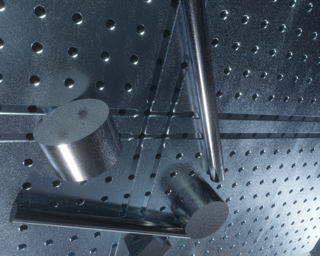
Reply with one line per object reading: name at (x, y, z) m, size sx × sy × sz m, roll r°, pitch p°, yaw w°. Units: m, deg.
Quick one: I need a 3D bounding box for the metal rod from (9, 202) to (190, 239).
metal rod at (-0.063, 0.144, 0.465) m, size 0.302 × 0.025 × 0.025 m, roll 20°, pitch 108°, yaw -36°

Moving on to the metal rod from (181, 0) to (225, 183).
metal rod at (0.065, -0.035, 0.424) m, size 0.025 × 0.025 × 0.298 m, roll -25°, pitch 128°, yaw -13°

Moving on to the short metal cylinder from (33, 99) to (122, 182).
short metal cylinder at (-0.087, 0.011, 0.335) m, size 0.081 × 0.080 × 0.050 m, roll -25°, pitch 128°, yaw -13°

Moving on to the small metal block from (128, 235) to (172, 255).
small metal block at (-0.017, 0.204, 0.528) m, size 0.050 × 0.025 × 0.050 m, roll -48°, pitch 129°, yaw 5°

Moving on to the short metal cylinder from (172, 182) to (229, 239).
short metal cylinder at (0.066, 0.137, 0.516) m, size 0.081 × 0.050 × 0.079 m, roll -14°, pitch 124°, yaw -21°
